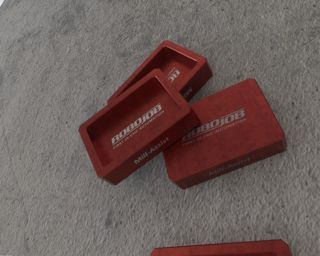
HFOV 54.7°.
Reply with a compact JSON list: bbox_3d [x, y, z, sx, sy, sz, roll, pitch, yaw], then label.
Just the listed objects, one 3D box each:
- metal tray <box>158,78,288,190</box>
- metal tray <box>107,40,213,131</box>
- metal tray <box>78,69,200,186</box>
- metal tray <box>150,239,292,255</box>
[{"bbox_3d":[0.066,0.007,0.362,0.130,0.030,0.090,-24,53,13],"label":"metal tray"},{"bbox_3d":[-0.002,-0.056,0.435,0.130,0.030,0.090,-48,51,-6],"label":"metal tray"},{"bbox_3d":[-0.029,-0.004,0.378,0.130,0.030,0.090,-37,51,3],"label":"metal tray"},{"bbox_3d":[0.055,0.153,0.277,0.130,0.030,0.090,-13,56,21],"label":"metal tray"}]
